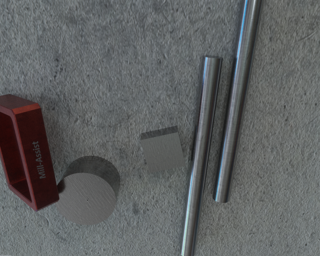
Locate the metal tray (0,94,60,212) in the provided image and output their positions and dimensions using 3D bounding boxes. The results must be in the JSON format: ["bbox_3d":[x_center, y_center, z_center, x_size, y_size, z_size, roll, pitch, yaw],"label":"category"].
[{"bbox_3d":[-0.172,0.028,0.386,0.090,0.030,0.129,16,118,42],"label":"metal tray"}]

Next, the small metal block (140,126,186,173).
[{"bbox_3d":[0.005,0.029,0.420,0.050,0.025,0.050,-12,110,4],"label":"small metal block"}]

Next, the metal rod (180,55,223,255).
[{"bbox_3d":[0.054,0.053,0.429,0.025,0.025,0.298,4,110,-2],"label":"metal rod"}]

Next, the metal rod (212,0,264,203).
[{"bbox_3d":[0.099,-0.038,0.396,0.025,0.025,0.298,4,110,-2],"label":"metal rod"}]

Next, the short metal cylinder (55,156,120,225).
[{"bbox_3d":[-0.098,0.085,0.427,0.081,0.050,0.079,0,110,0],"label":"short metal cylinder"}]
